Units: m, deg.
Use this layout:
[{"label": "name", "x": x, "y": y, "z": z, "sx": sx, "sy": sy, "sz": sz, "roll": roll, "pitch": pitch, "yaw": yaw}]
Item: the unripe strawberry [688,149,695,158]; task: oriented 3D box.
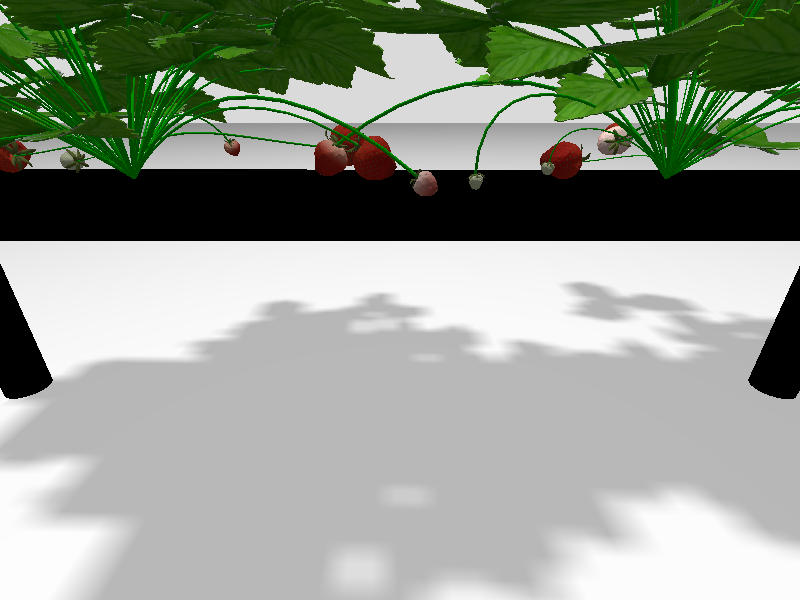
[{"label": "unripe strawberry", "x": 0.319, "y": -0.160, "z": 0.435, "sx": 0.011, "sy": 0.011, "sz": 0.011, "roll": 20, "pitch": 32, "yaw": 36}]

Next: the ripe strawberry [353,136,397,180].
[{"label": "ripe strawberry", "x": -0.020, "y": -0.116, "z": 0.332, "sx": 0.035, "sy": 0.035, "sz": 0.033, "roll": 32, "pitch": 21, "yaw": -14}]

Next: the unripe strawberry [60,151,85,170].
[{"label": "unripe strawberry", "x": -0.313, "y": -0.133, "z": 0.381, "sx": 0.019, "sy": 0.017, "sz": 0.019, "roll": 13, "pitch": 28, "yaw": 27}]

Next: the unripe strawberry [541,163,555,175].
[{"label": "unripe strawberry", "x": 0.117, "y": -0.104, "z": 0.317, "sx": 0.010, "sy": 0.010, "sz": 0.009, "roll": -4, "pitch": 26, "yaw": -9}]

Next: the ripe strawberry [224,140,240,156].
[{"label": "ripe strawberry", "x": -0.213, "y": -0.193, "z": 0.510, "sx": 0.019, "sy": 0.020, "sz": 0.020, "roll": 2, "pitch": -22, "yaw": 3}]

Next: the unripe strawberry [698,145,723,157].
[{"label": "unripe strawberry", "x": 0.374, "y": -0.186, "z": 0.485, "sx": 0.028, "sy": 0.026, "sz": 0.026, "roll": 21, "pitch": 32, "yaw": 37}]

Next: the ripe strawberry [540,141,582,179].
[{"label": "ripe strawberry", "x": 0.130, "y": -0.113, "z": 0.326, "sx": 0.030, "sy": 0.029, "sz": 0.033, "roll": -2, "pitch": 25, "yaw": -4}]

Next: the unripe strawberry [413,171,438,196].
[{"label": "unripe strawberry", "x": 0.017, "y": -0.074, "z": 0.259, "sx": 0.016, "sy": 0.016, "sz": 0.014, "roll": 37, "pitch": 31, "yaw": 1}]

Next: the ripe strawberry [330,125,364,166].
[{"label": "ripe strawberry", "x": -0.051, "y": -0.156, "z": 0.403, "sx": 0.038, "sy": 0.040, "sz": 0.035, "roll": -11, "pitch": 27, "yaw": -23}]

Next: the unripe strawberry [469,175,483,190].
[{"label": "unripe strawberry", "x": 0.052, "y": -0.081, "z": 0.275, "sx": 0.010, "sy": 0.010, "sz": 0.011, "roll": -9, "pitch": 27, "yaw": -19}]

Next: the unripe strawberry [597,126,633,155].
[{"label": "unripe strawberry", "x": 0.270, "y": -0.201, "z": 0.505, "sx": 0.040, "sy": 0.034, "sz": 0.040, "roll": 6, "pitch": 25, "yaw": 12}]

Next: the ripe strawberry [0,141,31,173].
[{"label": "ripe strawberry", "x": -0.359, "y": -0.132, "z": 0.363, "sx": 0.031, "sy": 0.031, "sz": 0.035, "roll": 6, "pitch": 26, "yaw": 13}]

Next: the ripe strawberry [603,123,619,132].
[{"label": "ripe strawberry", "x": 0.291, "y": -0.221, "z": 0.545, "sx": 0.033, "sy": 0.038, "sz": 0.036, "roll": 7, "pitch": 25, "yaw": 14}]

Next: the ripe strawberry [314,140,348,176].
[{"label": "ripe strawberry", "x": -0.063, "y": -0.124, "z": 0.356, "sx": 0.030, "sy": 0.031, "sz": 0.029, "roll": 38, "pitch": 23, "yaw": -12}]
